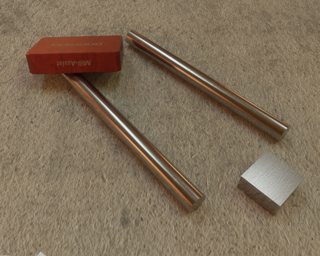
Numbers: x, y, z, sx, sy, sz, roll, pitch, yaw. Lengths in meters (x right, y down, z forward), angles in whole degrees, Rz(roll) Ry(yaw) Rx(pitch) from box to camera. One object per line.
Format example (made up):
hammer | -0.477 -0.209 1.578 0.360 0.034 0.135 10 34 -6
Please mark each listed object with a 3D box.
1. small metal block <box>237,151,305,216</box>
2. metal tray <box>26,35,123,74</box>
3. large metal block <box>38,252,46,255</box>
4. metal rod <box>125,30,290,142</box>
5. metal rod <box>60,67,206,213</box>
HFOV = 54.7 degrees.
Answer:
small metal block | 0.125 0.062 0.353 0.050 0.025 0.050 -36 59 -27
metal tray | -0.124 -0.115 0.477 0.131 0.030 0.090 -2 31 -3
large metal block | -0.091 0.164 0.248 0.080 0.050 0.080 27 55 20
metal rod | 0.055 -0.075 0.466 0.025 0.025 0.300 -37 59 -27
metal rod | -0.055 -0.007 0.407 0.025 0.025 0.300 -32 57 -24
